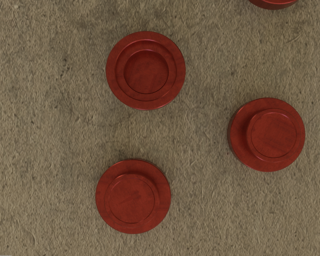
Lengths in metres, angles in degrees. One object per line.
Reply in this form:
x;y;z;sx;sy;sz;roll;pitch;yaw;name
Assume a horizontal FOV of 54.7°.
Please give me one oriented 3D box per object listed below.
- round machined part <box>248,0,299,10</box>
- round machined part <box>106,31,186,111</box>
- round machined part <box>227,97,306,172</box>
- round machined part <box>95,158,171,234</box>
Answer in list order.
0.147;-0.201;0.402;0.099;0.042;0.097;0;90;0;round machined part
-0.017;-0.071;0.401;0.099;0.042;0.097;0;90;0;round machined part
0.141;0.009;0.402;0.099;0.042;0.097;0;90;0;round machined part
-0.035;0.089;0.401;0.099;0.042;0.097;0;90;0;round machined part
